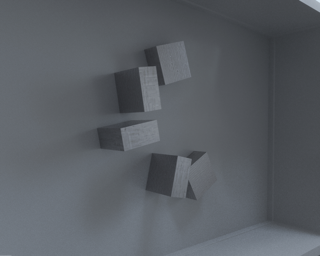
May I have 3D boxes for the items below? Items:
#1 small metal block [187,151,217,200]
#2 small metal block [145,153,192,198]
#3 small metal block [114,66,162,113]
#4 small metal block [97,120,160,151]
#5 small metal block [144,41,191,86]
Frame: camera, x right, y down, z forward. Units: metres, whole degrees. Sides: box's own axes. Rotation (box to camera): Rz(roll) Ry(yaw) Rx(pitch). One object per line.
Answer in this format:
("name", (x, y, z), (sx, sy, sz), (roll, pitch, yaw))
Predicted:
("small metal block", (0.052, 0.068, 0.453), (0.050, 0.025, 0.050), (-35, 112, -35))
("small metal block", (0.011, 0.061, 0.402), (0.025, 0.050, 0.050), (17, 80, -39))
("small metal block", (-0.027, -0.045, 0.369), (0.025, 0.050, 0.050), (-13, 98, -40))
("small metal block", (-0.037, 0.007, 0.361), (0.050, 0.050, 0.025), (-15, 100, -39))
("small metal block", (0.011, -0.087, 0.418), (0.050, 0.025, 0.050), (-23, 105, -38))
